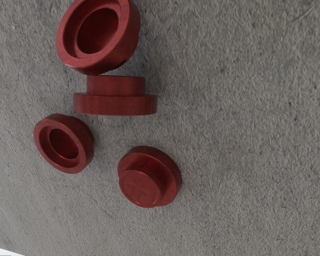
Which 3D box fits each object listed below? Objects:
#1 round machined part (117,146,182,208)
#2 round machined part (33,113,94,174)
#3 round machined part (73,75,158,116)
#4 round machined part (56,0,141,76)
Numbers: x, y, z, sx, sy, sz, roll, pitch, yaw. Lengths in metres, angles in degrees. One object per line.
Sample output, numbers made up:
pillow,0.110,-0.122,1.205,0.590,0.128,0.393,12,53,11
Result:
round machined part,-0.021,0.078,0.455,0.098,0.042,0.097,13,124,21
round machined part,-0.144,0.020,0.484,0.098,0.042,0.097,13,124,21
round machined part,-0.052,-0.041,0.367,0.098,0.098,0.042,6,99,25
round machined part,-0.063,-0.103,0.344,0.098,0.042,0.098,-8,71,26
